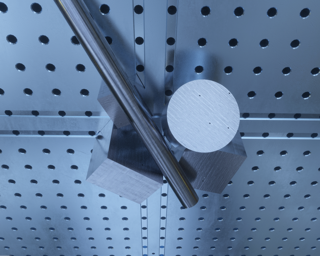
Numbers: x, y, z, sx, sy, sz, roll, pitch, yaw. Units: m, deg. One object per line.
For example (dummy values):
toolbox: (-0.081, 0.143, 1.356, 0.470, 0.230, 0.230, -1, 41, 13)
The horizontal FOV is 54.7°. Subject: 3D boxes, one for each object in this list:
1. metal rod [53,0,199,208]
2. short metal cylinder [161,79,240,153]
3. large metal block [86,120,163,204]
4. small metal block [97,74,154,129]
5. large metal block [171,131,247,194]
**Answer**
metal rod: (-0.028, -0.019, 0.355, 0.025, 0.025, 0.299, -22, 116, 17)
short metal cylinder: (0.044, -0.011, 0.358, 0.081, 0.080, 0.050, 7, 173, -6)
large metal block: (-0.043, 0.041, 0.410, 0.080, 0.080, 0.050, 30, 124, -23)
small metal block: (-0.041, -0.032, 0.384, 0.050, 0.025, 0.050, -19, 128, 15)
large metal block: (0.061, 0.041, 0.430, 0.081, 0.050, 0.079, 13, 129, -12)
